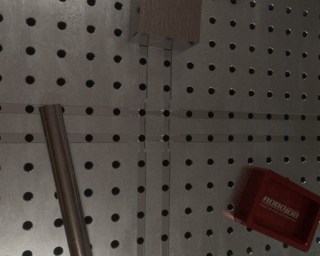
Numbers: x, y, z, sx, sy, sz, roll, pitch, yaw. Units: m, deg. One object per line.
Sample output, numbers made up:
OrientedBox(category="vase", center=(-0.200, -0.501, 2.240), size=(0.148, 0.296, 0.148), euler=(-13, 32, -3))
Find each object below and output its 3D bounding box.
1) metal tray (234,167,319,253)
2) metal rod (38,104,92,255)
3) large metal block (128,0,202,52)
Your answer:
OrientedBox(category="metal tray", center=(0.189, 0.127, 0.482), size=(0.131, 0.030, 0.090), euler=(27, 81, -18))
OrientedBox(category="metal rod", center=(-0.103, 0.120, 0.375), size=(0.025, 0.025, 0.298), euler=(-12, 94, -20))
OrientedBox(category="large metal block", center=(0.006, -0.150, 0.402), size=(0.081, 0.050, 0.079), euler=(4, 89, -20))
